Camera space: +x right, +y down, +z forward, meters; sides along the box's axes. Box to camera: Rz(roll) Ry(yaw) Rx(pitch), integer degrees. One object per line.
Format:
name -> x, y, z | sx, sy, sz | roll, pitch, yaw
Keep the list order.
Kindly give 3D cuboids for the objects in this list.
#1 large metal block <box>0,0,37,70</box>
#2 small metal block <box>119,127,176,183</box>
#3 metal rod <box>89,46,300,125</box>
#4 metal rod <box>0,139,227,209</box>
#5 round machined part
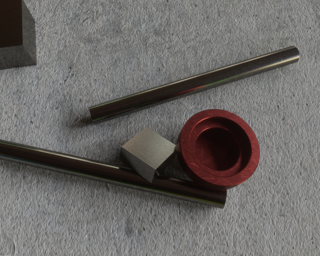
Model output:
large metal block -> -0.227, -0.131, 0.440 | 0.081, 0.050, 0.080 | -9, 70, -4
small metal block -> -0.014, 0.032, 0.382 | 0.050, 0.025, 0.050 | 32, 44, 18
metal rod -> 0.052, -0.062, 0.431 | 0.302, 0.025, 0.025 | -18, 71, -7
metal rod -> -0.069, 0.055, 0.387 | 0.302, 0.025, 0.025 | 12, 71, 4
round machined part -> 0.068, 0.029, 0.384 | 0.099, 0.042, 0.098 | 4, 66, -8
